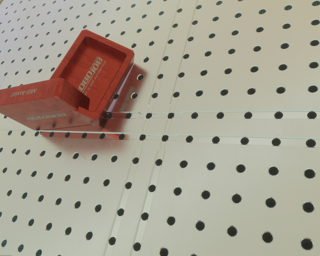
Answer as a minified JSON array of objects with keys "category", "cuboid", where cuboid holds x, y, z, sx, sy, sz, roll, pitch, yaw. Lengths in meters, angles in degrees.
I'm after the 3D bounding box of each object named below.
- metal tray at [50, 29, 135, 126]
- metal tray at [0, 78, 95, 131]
[{"category":"metal tray","cuboid":[-0.106,-0.078,0.474,0.090,0.030,0.130,25,69,0]},{"category":"metal tray","cuboid":[-0.172,-0.032,0.472,0.130,0.090,0.030,-6,64,25]}]
